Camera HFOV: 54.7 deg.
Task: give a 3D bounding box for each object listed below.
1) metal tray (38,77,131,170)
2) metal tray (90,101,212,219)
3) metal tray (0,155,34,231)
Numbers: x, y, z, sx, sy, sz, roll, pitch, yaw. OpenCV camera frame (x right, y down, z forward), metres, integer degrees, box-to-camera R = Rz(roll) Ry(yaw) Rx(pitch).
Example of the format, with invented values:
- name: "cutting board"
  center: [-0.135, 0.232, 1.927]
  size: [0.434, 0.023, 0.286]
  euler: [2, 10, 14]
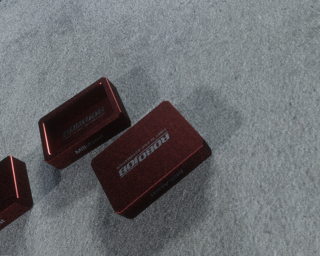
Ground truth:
- name: "metal tray"
  center: [-0.116, -0.008, 0.464]
  size: [0.130, 0.030, 0.090]
  euler: [-32, 52, 6]
- name: "metal tray"
  center: [-0.014, 0.037, 0.384]
  size: [0.130, 0.030, 0.090]
  euler: [-39, 51, 1]
- name: "metal tray"
  center: [-0.257, 0.113, 0.464]
  size: [0.130, 0.030, 0.090]
  euler: [-35, 51, 4]
